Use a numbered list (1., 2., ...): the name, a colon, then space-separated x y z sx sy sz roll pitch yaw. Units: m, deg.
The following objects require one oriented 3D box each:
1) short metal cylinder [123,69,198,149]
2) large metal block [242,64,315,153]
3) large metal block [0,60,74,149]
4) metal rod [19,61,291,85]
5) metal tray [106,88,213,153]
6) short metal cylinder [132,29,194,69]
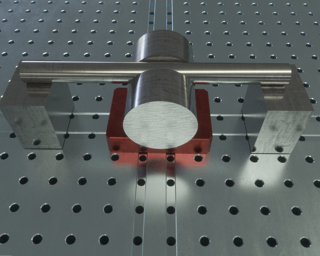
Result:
1. short metal cylinder: 0.001 -0.020 0.350 0.080 0.080 0.050 1 50 0
2. large metal block: 0.143 -0.024 0.391 0.050 0.080 0.080 1 50 1
3. large metal block: -0.151 -0.030 0.394 0.050 0.080 0.080 1 50 1
4. metal rod: -0.005 -0.063 0.356 0.302 0.025 0.025 1 50 0
5. metal tray: 0.000 -0.012 0.414 0.131 0.030 0.090 1 50 1
6. short metal cylinder: 0.004 -0.078 0.398 0.080 0.080 0.050 1 50 0
